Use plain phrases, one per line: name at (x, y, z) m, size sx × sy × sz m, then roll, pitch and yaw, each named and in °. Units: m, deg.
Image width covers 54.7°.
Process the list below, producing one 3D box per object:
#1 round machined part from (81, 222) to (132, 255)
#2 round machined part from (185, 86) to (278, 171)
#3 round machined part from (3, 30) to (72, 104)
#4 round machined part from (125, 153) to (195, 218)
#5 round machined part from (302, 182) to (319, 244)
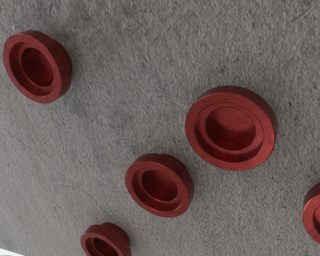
round machined part at (-0.096, 0.217, 0.581) m, size 0.098 × 0.042 × 0.097 m, roll 13°, pitch 124°, yaw 21°
round machined part at (0.082, -0.003, 0.351) m, size 0.098 × 0.042 × 0.097 m, roll 13°, pitch 124°, yaw 21°
round machined part at (-0.163, -0.086, 0.428) m, size 0.098 × 0.042 × 0.097 m, roll 13°, pitch 124°, yaw 21°
round machined part at (0.003, 0.076, 0.441) m, size 0.098 × 0.042 × 0.097 m, roll 13°, pitch 124°, yaw 21°
round machined part at (0.212, 0.091, 0.341) m, size 0.098 × 0.042 × 0.097 m, roll 13°, pitch 124°, yaw 21°
